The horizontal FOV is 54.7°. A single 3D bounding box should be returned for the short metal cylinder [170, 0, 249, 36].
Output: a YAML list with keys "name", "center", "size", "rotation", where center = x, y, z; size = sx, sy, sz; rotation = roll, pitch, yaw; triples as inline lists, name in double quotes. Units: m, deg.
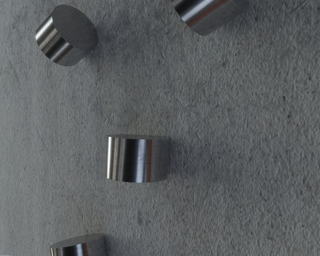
- name: "short metal cylinder"
  center: [0.050, -0.146, 0.327]
  size: [0.050, 0.081, 0.080]
  rotation: [-27, 74, 37]

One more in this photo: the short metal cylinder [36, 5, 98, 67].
- name: "short metal cylinder"
  center: [-0.146, -0.145, 0.490]
  size: [0.050, 0.081, 0.080]
  rotation: [-27, 73, 37]

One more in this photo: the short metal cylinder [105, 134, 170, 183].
- name: "short metal cylinder"
  center: [-0.029, 0.036, 0.393]
  size: [0.080, 0.081, 0.050]
  rotation: [5, 93, 40]

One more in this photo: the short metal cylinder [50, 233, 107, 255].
- name: "short metal cylinder"
  center: [-0.122, 0.196, 0.471]
  size: [0.080, 0.081, 0.050]
  rotation: [-17, 79, 39]
